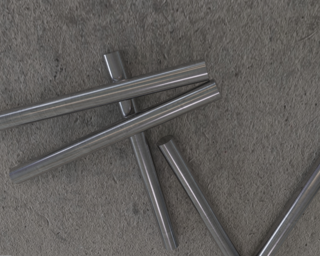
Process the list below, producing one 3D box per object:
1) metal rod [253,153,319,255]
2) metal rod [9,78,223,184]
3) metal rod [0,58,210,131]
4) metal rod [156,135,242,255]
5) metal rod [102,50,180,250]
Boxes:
[{"bbox_3d":[0.212,0.089,0.444,0.025,0.025,0.298,21,109,-8],"label":"metal rod"},{"bbox_3d":[-0.067,0.011,0.390,0.300,0.025,0.025,-23,109,17],"label":"metal rod"},{"bbox_3d":[-0.092,-0.034,0.375,0.301,0.025,0.025,-12,110,12],"label":"metal rod"},{"bbox_3d":[0.078,0.139,0.461,0.025,0.025,0.299,-27,108,9],"label":"metal rod"},{"bbox_3d":[-0.020,0.044,0.425,0.025,0.025,0.298,-14,110,5],"label":"metal rod"}]
